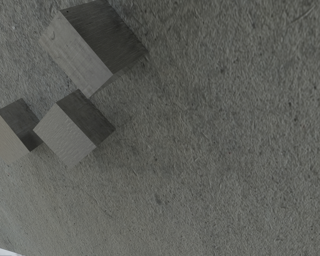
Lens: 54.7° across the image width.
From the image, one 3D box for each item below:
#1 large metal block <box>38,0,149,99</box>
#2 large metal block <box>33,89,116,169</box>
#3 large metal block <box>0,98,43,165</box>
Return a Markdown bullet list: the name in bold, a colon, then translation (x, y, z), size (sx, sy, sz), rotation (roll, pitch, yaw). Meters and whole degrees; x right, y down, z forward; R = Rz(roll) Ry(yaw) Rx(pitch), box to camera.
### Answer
- **large metal block**: translation (-0.072, -0.092, 0.352), size (0.050, 0.080, 0.080), rotation (-34, 100, 38)
- **large metal block**: translation (-0.127, 0.002, 0.459), size (0.080, 0.050, 0.080), rotation (49, 129, -6)
- **large metal block**: translation (-0.247, 0.007, 0.526), size (0.080, 0.050, 0.080), rotation (-25, 105, 37)
